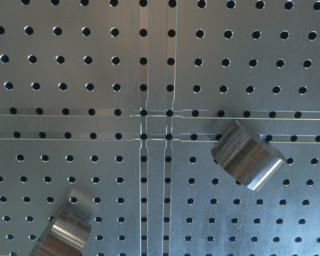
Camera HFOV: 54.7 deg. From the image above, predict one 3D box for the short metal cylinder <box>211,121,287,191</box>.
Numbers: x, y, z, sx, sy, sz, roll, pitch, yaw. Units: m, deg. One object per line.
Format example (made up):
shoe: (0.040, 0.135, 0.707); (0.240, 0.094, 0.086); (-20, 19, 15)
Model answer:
short metal cylinder: (0.113, 0.034, 0.398); (0.080, 0.080, 0.050); (33, 107, -12)

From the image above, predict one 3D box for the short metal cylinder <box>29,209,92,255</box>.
short metal cylinder: (-0.142, 0.163, 0.443); (0.050, 0.080, 0.080); (35, 106, -12)
